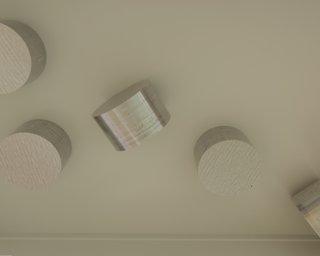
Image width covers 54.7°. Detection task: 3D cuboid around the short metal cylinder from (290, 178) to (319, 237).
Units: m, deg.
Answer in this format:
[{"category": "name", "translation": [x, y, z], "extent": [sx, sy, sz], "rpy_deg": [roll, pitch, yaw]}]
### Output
[{"category": "short metal cylinder", "translation": [0.228, 0.117, 0.428], "extent": [0.050, 0.080, 0.080], "rpy_deg": [-38, 106, 12]}]

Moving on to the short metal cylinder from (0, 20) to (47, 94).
[{"category": "short metal cylinder", "translation": [-0.183, -0.085, 0.364], "extent": [0.081, 0.050, 0.079], "rpy_deg": [0, 110, -1]}]

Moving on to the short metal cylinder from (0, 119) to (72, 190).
[{"category": "short metal cylinder", "translation": [-0.163, 0.034, 0.408], "extent": [0.081, 0.050, 0.079], "rpy_deg": [0, 110, -1]}]

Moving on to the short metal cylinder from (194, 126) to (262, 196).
[{"category": "short metal cylinder", "translation": [0.088, 0.043, 0.415], "extent": [0.081, 0.050, 0.079], "rpy_deg": [0, 110, -1]}]

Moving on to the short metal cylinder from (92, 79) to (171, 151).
[{"category": "short metal cylinder", "translation": [-0.034, -0.016, 0.376], "extent": [0.080, 0.080, 0.050], "rpy_deg": [-29, 108, 10]}]
